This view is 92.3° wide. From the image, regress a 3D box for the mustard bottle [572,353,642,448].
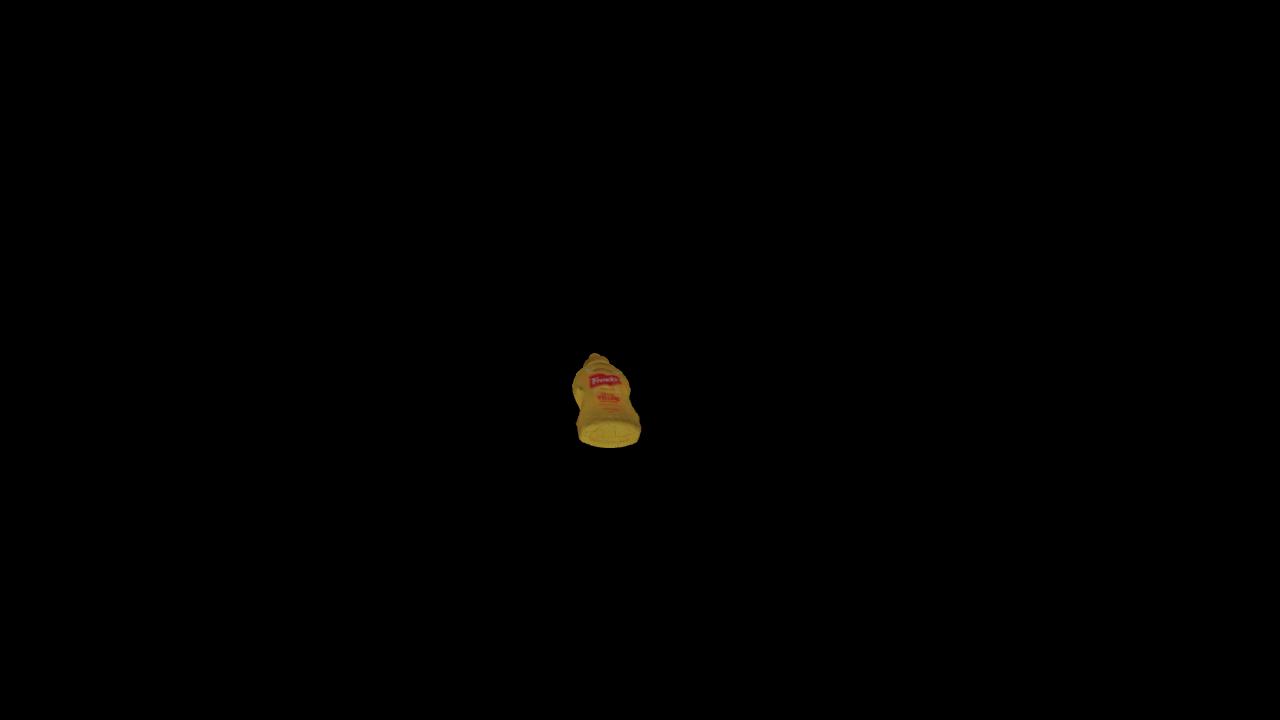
[{"bbox_3d":[-0.058,0.051,0.936,0.092,0.054,0.184,0,39,-13],"label":"mustard bottle"}]
